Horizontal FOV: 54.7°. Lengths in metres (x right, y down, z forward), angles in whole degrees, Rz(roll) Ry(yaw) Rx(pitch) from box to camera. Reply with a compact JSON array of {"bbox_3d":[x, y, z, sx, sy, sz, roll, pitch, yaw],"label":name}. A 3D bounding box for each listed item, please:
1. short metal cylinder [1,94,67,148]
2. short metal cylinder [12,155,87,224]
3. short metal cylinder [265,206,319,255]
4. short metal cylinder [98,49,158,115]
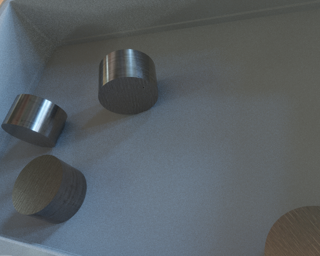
[{"bbox_3d":[-0.190,-0.009,0.474,0.080,0.080,0.050,2,63,29],"label":"short metal cylinder"},{"bbox_3d":[-0.147,0.082,0.414,0.080,0.050,0.080,-13,56,20],"label":"short metal cylinder"},{"bbox_3d":[0.131,0.110,0.253,0.080,0.050,0.080,-13,56,20],"label":"short metal cylinder"},{"bbox_3d":[-0.044,-0.062,0.430,0.080,0.080,0.050,-18,55,17],"label":"short metal cylinder"}]
